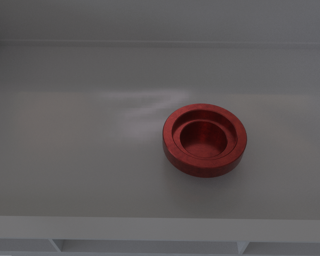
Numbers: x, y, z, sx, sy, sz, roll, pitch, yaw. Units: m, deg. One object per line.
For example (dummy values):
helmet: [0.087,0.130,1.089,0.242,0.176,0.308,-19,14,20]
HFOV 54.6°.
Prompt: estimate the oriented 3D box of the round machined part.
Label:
round machined part: [0.052,0.019,0.378,0.099,0.042,0.098,0,50,0]
